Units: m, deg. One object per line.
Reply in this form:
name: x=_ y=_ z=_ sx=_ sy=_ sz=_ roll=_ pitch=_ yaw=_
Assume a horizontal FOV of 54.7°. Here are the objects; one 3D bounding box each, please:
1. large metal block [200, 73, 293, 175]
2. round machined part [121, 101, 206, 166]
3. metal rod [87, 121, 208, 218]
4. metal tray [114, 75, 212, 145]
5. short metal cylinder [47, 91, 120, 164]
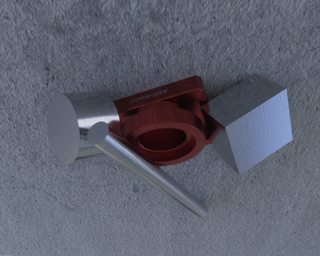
large metal block: x=0.104 y=-0.005 z=0.368 sx=0.080 sy=0.050 sz=0.080 roll=-32 pitch=128 yaw=-8
round machined part: x=0.002 y=0.005 z=0.370 sx=0.099 sy=0.042 sz=0.098 roll=-4 pitch=146 yaw=-3
metal rod: x=0.005 y=0.073 z=0.413 sx=0.025 sy=0.025 sz=0.300 roll=-21 pitch=144 yaw=17
metal tray: x=0.002 y=-0.006 z=0.400 sx=0.130 sy=0.030 sz=0.090 roll=-16 pitch=129 yaw=12
short metal cylinder: x=-0.090 y=-0.002 z=0.361 sx=0.050 sy=0.080 sz=0.079 roll=-10 pitch=142 yaw=-42
